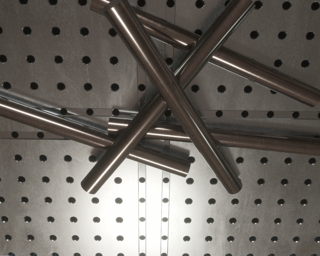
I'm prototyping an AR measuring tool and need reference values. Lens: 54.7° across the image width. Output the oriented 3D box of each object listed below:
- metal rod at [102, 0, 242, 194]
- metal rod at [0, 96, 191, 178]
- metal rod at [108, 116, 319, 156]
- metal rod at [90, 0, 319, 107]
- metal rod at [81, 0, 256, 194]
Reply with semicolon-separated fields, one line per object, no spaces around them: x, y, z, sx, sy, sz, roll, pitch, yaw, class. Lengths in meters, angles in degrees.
0.032;-0.014;0.363;0.025;0.025;0.300;-30;125;10;metal rod
-0.103;0.008;0.414;0.302;0.025;0.025;19;109;-8;metal rod
0.083;0.012;0.419;0.302;0.025;0.025;6;110;-3;metal rod
0.063;-0.093;0.379;0.302;0.025;0.025;22;109;-8;metal rod
0.000;-0.030;0.374;0.025;0.025;0.299;37;105;-13;metal rod
